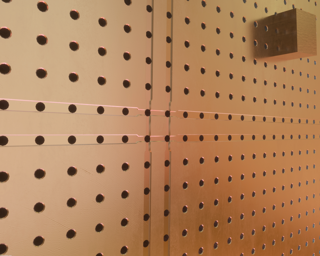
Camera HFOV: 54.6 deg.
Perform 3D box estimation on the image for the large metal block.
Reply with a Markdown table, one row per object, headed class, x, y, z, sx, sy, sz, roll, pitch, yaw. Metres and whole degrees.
| class | x | y | z | sx | sy | sz | roll | pitch | yaw |
| --- | --- | --- | --- | --- | --- | --- | --- | --- | --- |
| large metal block | 0.266 | -0.183 | 0.613 | 0.081 | 0.050 | 0.080 | -5 | 93 | -40 |
